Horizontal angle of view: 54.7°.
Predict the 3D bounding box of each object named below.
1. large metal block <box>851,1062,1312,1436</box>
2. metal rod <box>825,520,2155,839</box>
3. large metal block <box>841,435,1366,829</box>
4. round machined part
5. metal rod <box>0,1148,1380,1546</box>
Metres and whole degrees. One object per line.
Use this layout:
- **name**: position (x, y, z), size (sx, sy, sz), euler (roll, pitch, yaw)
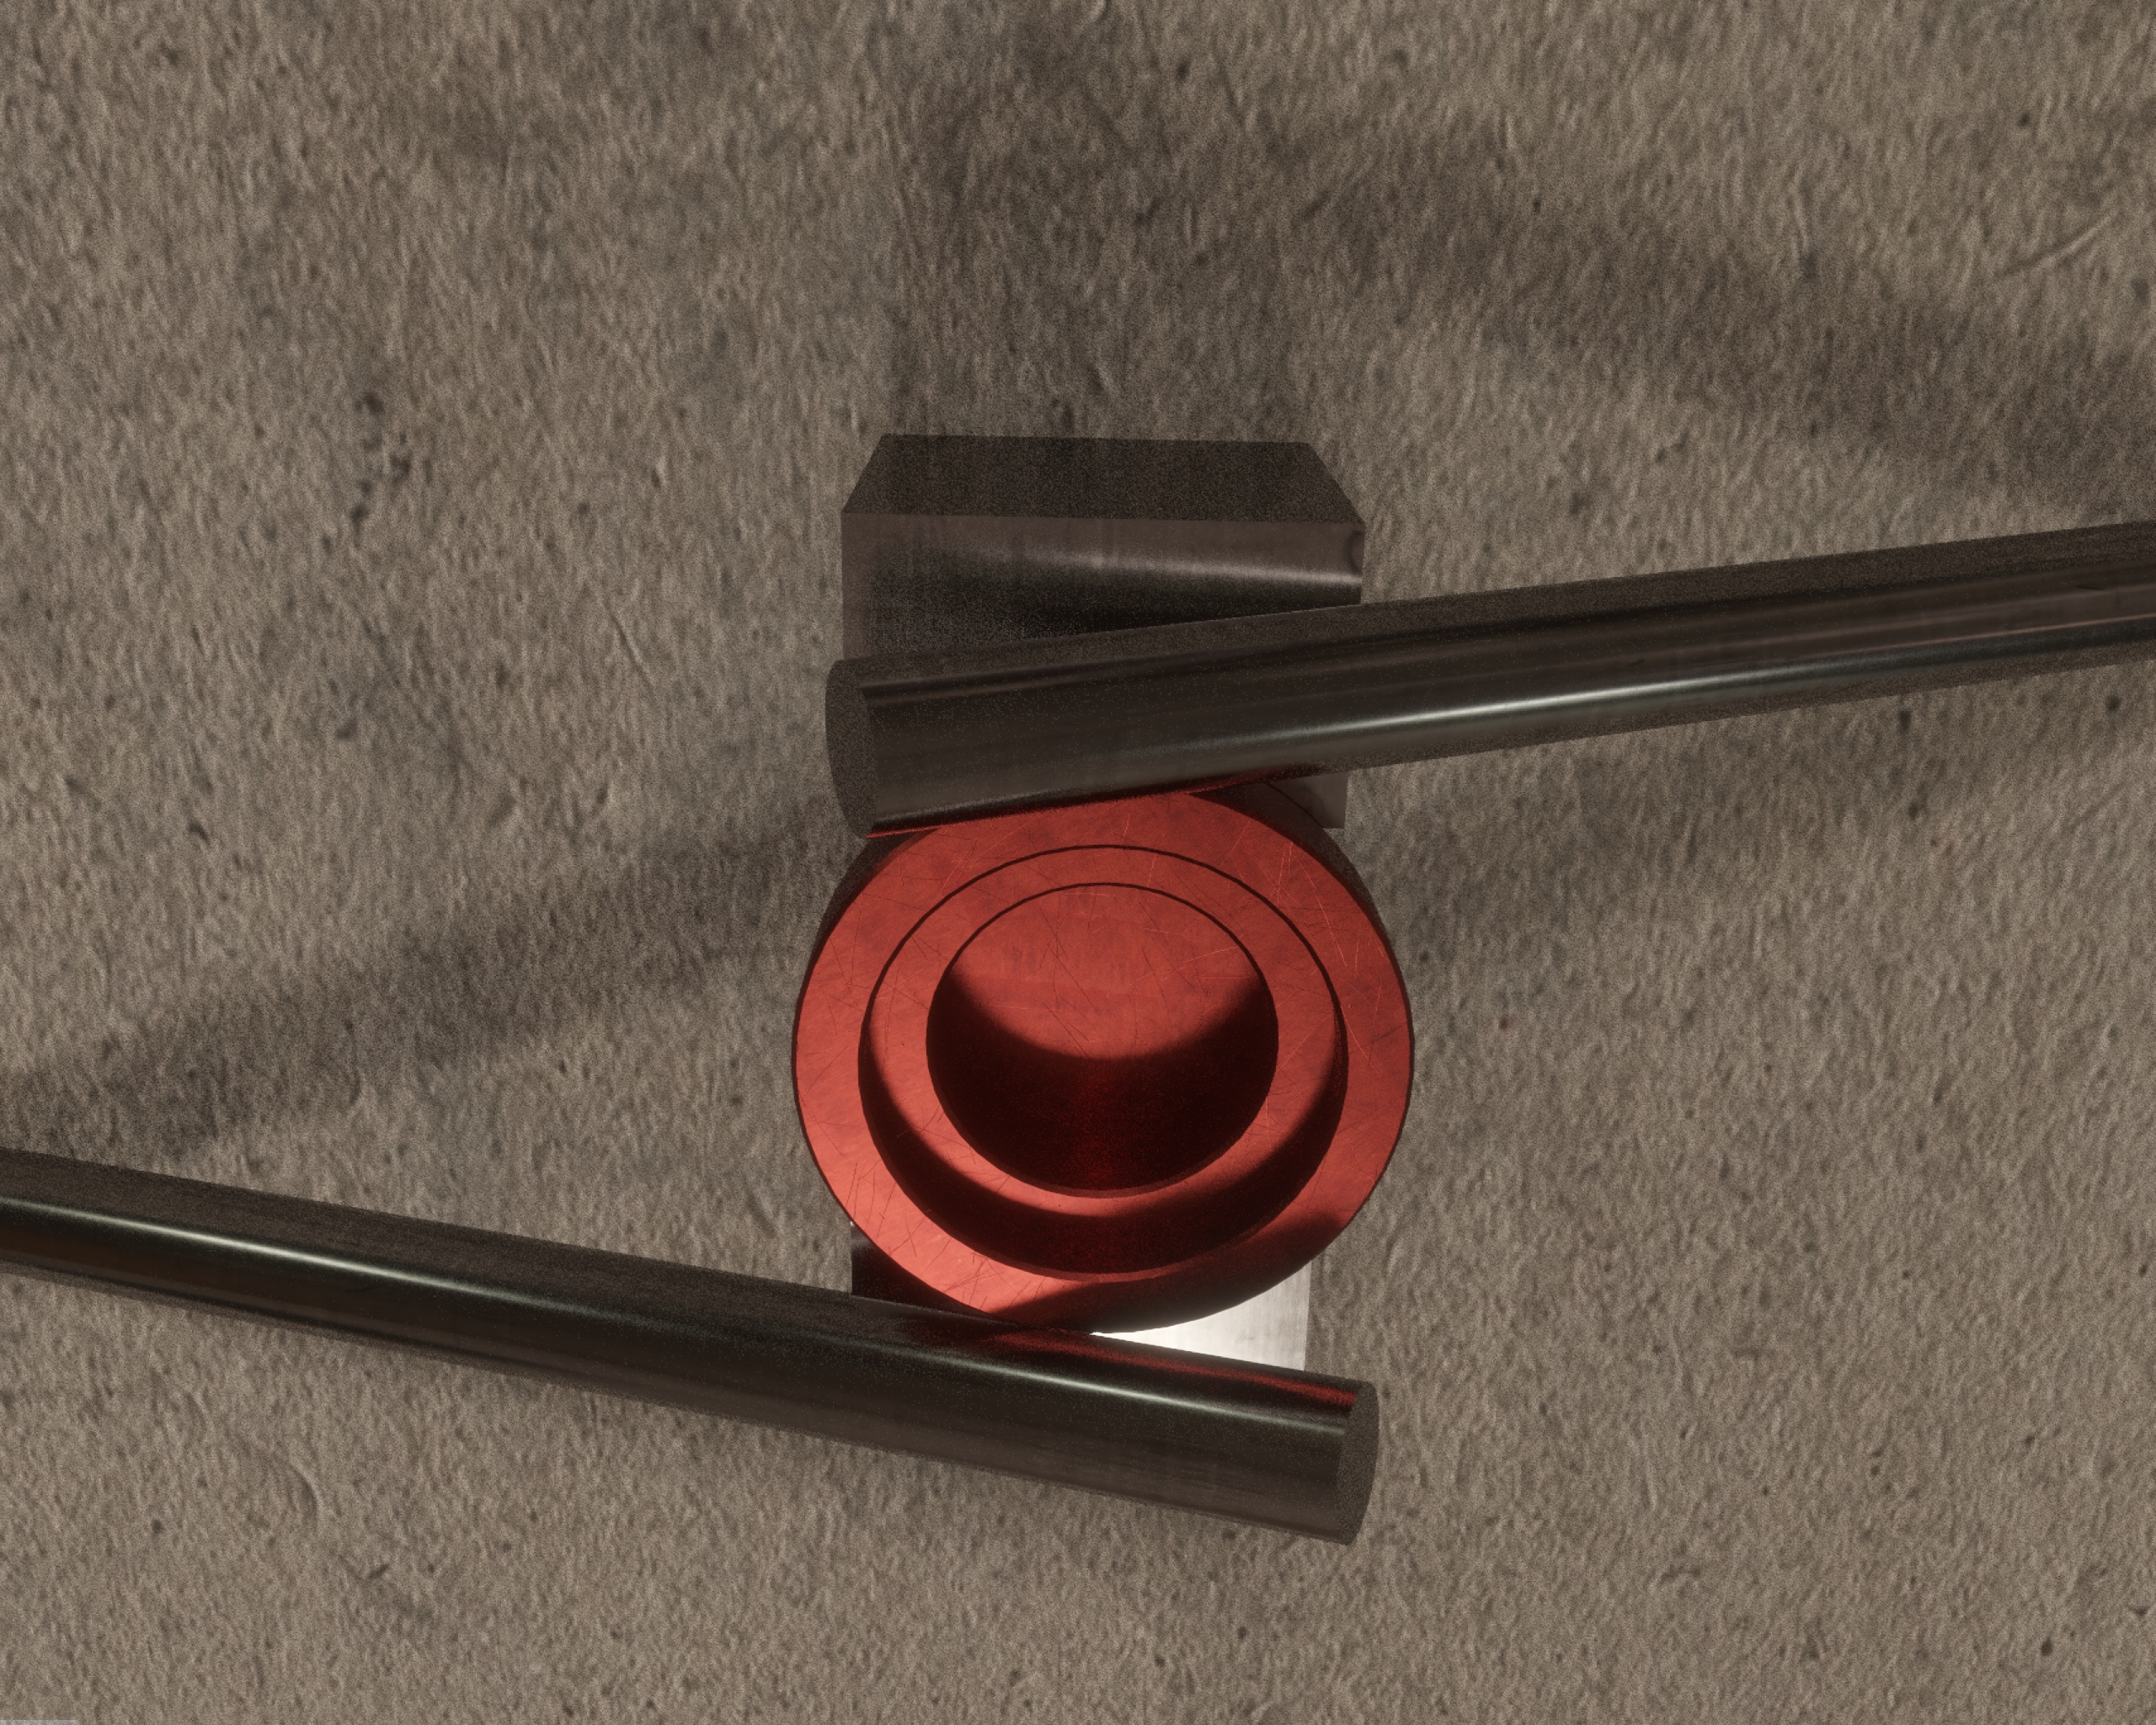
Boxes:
- **large metal block**: position (0.000, 0.069, 0.407), size (0.081, 0.080, 0.050), euler (1, 110, -1)
- **metal rod**: position (0.108, -0.036, 0.342), size (0.303, 0.025, 0.025), euler (-8, 112, -21)
- **large metal block**: position (0.003, -0.043, 0.366), size (0.081, 0.080, 0.050), euler (1, 110, -1)
- **round machined part**: position (0.004, 0.026, 0.349), size (0.099, 0.042, 0.097), euler (0, 110, -1)
- **metal rod**: position (-0.095, 0.082, 0.381), size (0.301, 0.025, 0.025), euler (5, 112, 22)
